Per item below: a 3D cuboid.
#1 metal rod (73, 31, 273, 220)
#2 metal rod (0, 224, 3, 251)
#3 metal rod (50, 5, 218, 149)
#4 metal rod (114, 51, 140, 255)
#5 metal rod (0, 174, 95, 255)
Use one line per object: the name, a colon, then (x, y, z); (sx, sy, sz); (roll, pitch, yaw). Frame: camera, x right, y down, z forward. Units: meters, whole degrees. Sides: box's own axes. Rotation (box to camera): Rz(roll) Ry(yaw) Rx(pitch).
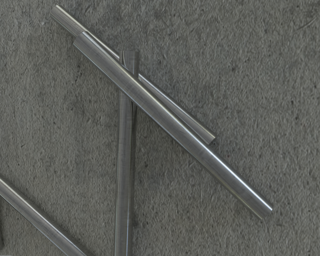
metal rod: (0.015, -0.004, 0.368); (0.300, 0.025, 0.025); (43, 104, 1)
metal rod: (-0.293, 0.053, 0.512); (0.025, 0.025, 0.298); (-11, 86, 19)
metal rod: (-0.045, -0.077, 0.424); (0.300, 0.025, 0.025); (41, 103, 15)
metal rod: (-0.045, 0.052, 0.409); (0.025, 0.025, 0.298); (5, 98, 20)
metal rod: (-0.147, 0.164, 0.460); (0.300, 0.025, 0.025); (34, 101, 16)
